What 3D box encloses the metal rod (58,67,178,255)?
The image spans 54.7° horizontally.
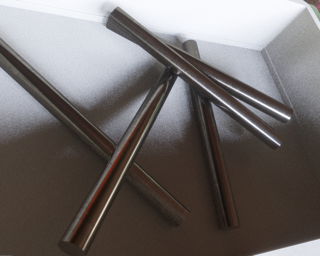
[{"bbox_3d":[-0.027,0.006,0.360,0.025,0.025,0.301,33,43,-7],"label":"metal rod"}]

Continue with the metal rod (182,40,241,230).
[{"bbox_3d":[0.068,-0.008,0.449,0.025,0.025,0.299,6,59,-25],"label":"metal rod"}]

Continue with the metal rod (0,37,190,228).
[{"bbox_3d":[-0.085,0.004,0.358,0.300,0.025,0.025,42,51,1],"label":"metal rod"}]

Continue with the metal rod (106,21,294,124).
[{"bbox_3d":[0.058,-0.089,0.462,0.301,0.025,0.025,28,51,1],"label":"metal rod"}]

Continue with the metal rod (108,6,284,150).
[{"bbox_3d":[0.055,-0.068,0.444,0.301,0.025,0.025,37,51,-5],"label":"metal rod"}]
